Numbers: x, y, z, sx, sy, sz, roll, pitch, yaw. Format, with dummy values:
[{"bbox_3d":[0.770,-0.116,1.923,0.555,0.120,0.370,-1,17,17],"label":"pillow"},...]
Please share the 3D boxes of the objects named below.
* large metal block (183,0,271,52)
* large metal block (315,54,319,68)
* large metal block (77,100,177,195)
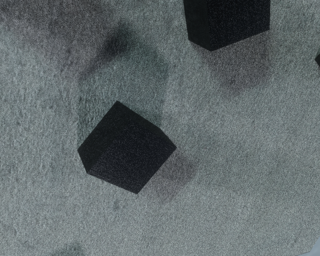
[{"bbox_3d":[0.074,-0.142,0.345,0.081,0.050,0.080,-24,127,-15],"label":"large metal block"},{"bbox_3d":[0.309,-0.112,0.494,0.080,0.050,0.080,33,100,-39],"label":"large metal block"},{"bbox_3d":[-0.041,0.026,0.386,0.080,0.050,0.080,34,99,-39],"label":"large metal block"}]
